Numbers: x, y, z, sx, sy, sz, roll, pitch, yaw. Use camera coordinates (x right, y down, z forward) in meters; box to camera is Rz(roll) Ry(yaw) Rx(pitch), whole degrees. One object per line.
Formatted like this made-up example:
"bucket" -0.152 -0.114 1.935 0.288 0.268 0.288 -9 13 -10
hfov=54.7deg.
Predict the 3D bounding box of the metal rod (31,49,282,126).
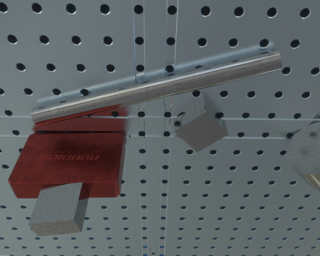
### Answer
"metal rod" -0.012 -0.045 0.372 0.301 0.025 0.025 -12 129 9

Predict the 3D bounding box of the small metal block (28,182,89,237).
"small metal block" -0.113 0.092 0.352 0.050 0.050 0.025 -7 130 6

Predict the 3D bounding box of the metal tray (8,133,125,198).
"metal tray" -0.115 0.047 0.406 0.131 0.090 0.030 0 130 0

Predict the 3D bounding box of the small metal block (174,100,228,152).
"small metal block" 0.054 -0.001 0.412 0.050 0.025 0.050 -33 123 24

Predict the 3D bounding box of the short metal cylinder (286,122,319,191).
"short metal cylinder" 0.219 0.038 0.412 0.080 0.080 0.050 -35 122 26
